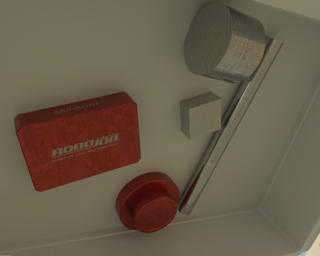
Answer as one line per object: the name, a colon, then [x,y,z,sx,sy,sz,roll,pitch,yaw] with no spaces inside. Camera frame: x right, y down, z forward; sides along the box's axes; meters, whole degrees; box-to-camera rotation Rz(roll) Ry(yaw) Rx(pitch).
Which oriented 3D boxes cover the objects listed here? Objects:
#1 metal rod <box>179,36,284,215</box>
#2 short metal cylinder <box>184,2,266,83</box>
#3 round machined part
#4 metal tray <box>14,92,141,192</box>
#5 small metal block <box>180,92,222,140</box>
metal rod: [0.098,0.008,0.469,0.025,0.025,0.298,11,113,-34]
short metal cylinder: [0.072,-0.095,0.355,0.050,0.080,0.079,7,115,-32]
round machined part: [-0.013,0.118,0.465,0.099,0.042,0.097,-14,125,-21]
metal tray: [-0.091,0.015,0.366,0.131,0.030,0.089,-15,125,-20]
small metal block: [0.057,-0.017,0.431,0.050,0.025,0.050,-19,126,-18]
